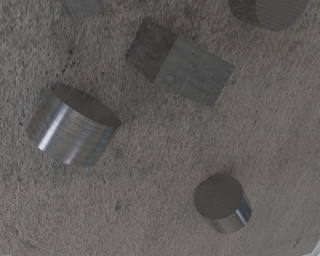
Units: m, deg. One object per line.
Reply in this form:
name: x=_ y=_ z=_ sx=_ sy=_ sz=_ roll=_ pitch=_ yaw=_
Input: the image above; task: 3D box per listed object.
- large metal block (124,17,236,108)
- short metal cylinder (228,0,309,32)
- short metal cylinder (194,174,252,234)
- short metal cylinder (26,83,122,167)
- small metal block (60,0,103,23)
large metal block: x=0.020 y=-0.072 z=0.338 sx=0.081 sy=0.080 sz=0.050 roll=17 pitch=109 yaw=-35
short metal cylinder: x=0.128 y=-0.159 z=0.362 sx=0.081 sy=0.050 sz=0.079 roll=-14 pitch=124 yaw=-21
short metal cylinder: x=0.102 y=0.123 z=0.504 sx=0.080 sy=0.080 sz=0.050 roll=-37 pitch=129 yaw=-4
short metal cylinder: x=-0.087 y=-0.004 z=0.321 sx=0.080 sy=0.080 sz=0.050 roll=25 pitch=105 yaw=-37
small metal block: x=-0.079 y=-0.126 z=0.270 sx=0.025 sy=0.050 sz=0.050 roll=-30 pitch=129 yaw=-9
